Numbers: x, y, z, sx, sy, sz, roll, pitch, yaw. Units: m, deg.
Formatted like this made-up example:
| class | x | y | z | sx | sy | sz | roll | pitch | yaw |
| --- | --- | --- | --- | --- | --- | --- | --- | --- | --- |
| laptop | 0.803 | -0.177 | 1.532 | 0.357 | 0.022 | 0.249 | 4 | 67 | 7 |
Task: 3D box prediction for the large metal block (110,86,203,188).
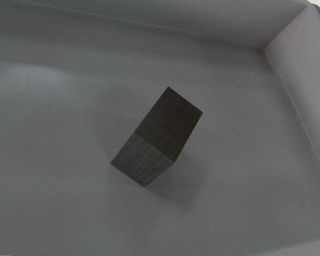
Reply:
| class | x | y | z | sx | sy | sz | roll | pitch | yaw |
| --- | --- | --- | --- | --- | --- | --- | --- | --- | --- |
| large metal block | -0.005 | 0.012 | 0.360 | 0.050 | 0.080 | 0.080 | 37 | 51 | -4 |
